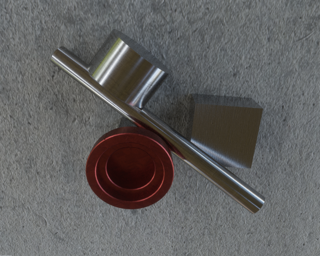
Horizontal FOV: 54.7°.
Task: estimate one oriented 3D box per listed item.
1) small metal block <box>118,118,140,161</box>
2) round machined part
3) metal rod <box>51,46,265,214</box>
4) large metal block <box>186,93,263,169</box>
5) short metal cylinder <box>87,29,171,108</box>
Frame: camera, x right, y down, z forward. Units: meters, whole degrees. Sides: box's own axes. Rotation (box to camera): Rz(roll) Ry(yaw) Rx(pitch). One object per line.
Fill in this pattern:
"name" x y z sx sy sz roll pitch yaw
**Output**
"small metal block" -0.038 0.016 0.404 0.025 0.050 0.050 -2 110 0
"round machined part" -0.034 0.043 0.365 0.099 0.042 0.097 0 112 -1
"metal rod" -0.004 0.001 0.372 0.301 0.025 0.025 37 106 2
"large metal block" 0.078 0.003 0.400 0.081 0.050 0.079 4 110 -2
"short metal cylinder" -0.035 -0.068 0.356 0.080 0.080 0.050 36 106 -13
